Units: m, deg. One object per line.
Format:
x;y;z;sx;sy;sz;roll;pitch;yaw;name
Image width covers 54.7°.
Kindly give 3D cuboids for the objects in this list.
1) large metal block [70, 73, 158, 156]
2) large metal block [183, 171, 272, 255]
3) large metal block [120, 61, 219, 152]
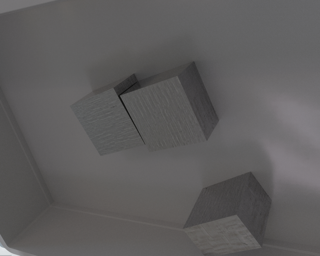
-0.058;-0.016;0.413;0.080;0.050;0.080;-16;110;34;large metal block
0.087;0.110;0.395;0.080;0.080;0.050;-30;102;38;large metal block
0.013;-0.024;0.371;0.080;0.050;0.080;-14;111;34;large metal block
